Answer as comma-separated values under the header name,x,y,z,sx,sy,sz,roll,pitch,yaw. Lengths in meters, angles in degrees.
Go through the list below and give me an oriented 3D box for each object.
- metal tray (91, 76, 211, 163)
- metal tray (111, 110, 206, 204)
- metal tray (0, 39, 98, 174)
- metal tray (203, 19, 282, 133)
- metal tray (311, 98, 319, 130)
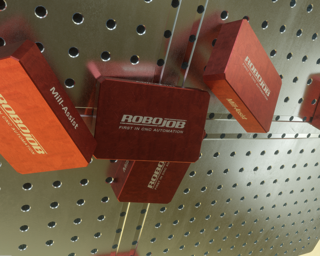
name,x,y,z,sx,sy,sz,roll,pitch,yaw
metal tray,-0.012,-0.008,0.368,0.131,0.030,0.089,4,102,-19
metal tray,-0.003,0.045,0.434,0.091,0.030,0.129,12,112,-33
metal tray,-0.130,-0.012,0.299,0.090,0.030,0.130,-9,130,18
metal tray,0.112,-0.062,0.402,0.130,0.030,0.090,40,63,-39
metal tray,0.346,-0.046,0.566,0.131,0.030,0.089,-11,123,-23
